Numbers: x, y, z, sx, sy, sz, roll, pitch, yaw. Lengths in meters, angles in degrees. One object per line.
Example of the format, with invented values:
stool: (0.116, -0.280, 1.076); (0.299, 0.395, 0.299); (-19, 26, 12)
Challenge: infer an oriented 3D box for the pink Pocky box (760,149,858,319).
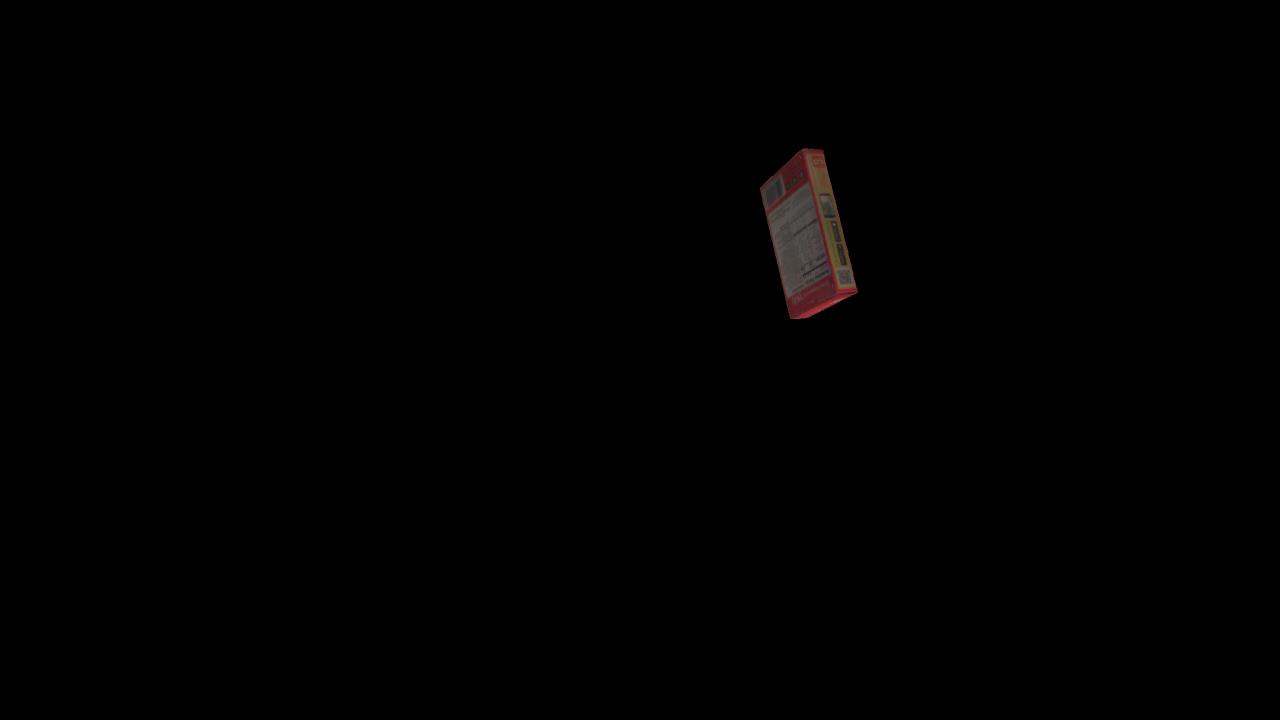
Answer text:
pink Pocky box: (0.171, -0.127, 0.635); (0.029, 0.155, 0.084); (-6, -11, -21)
